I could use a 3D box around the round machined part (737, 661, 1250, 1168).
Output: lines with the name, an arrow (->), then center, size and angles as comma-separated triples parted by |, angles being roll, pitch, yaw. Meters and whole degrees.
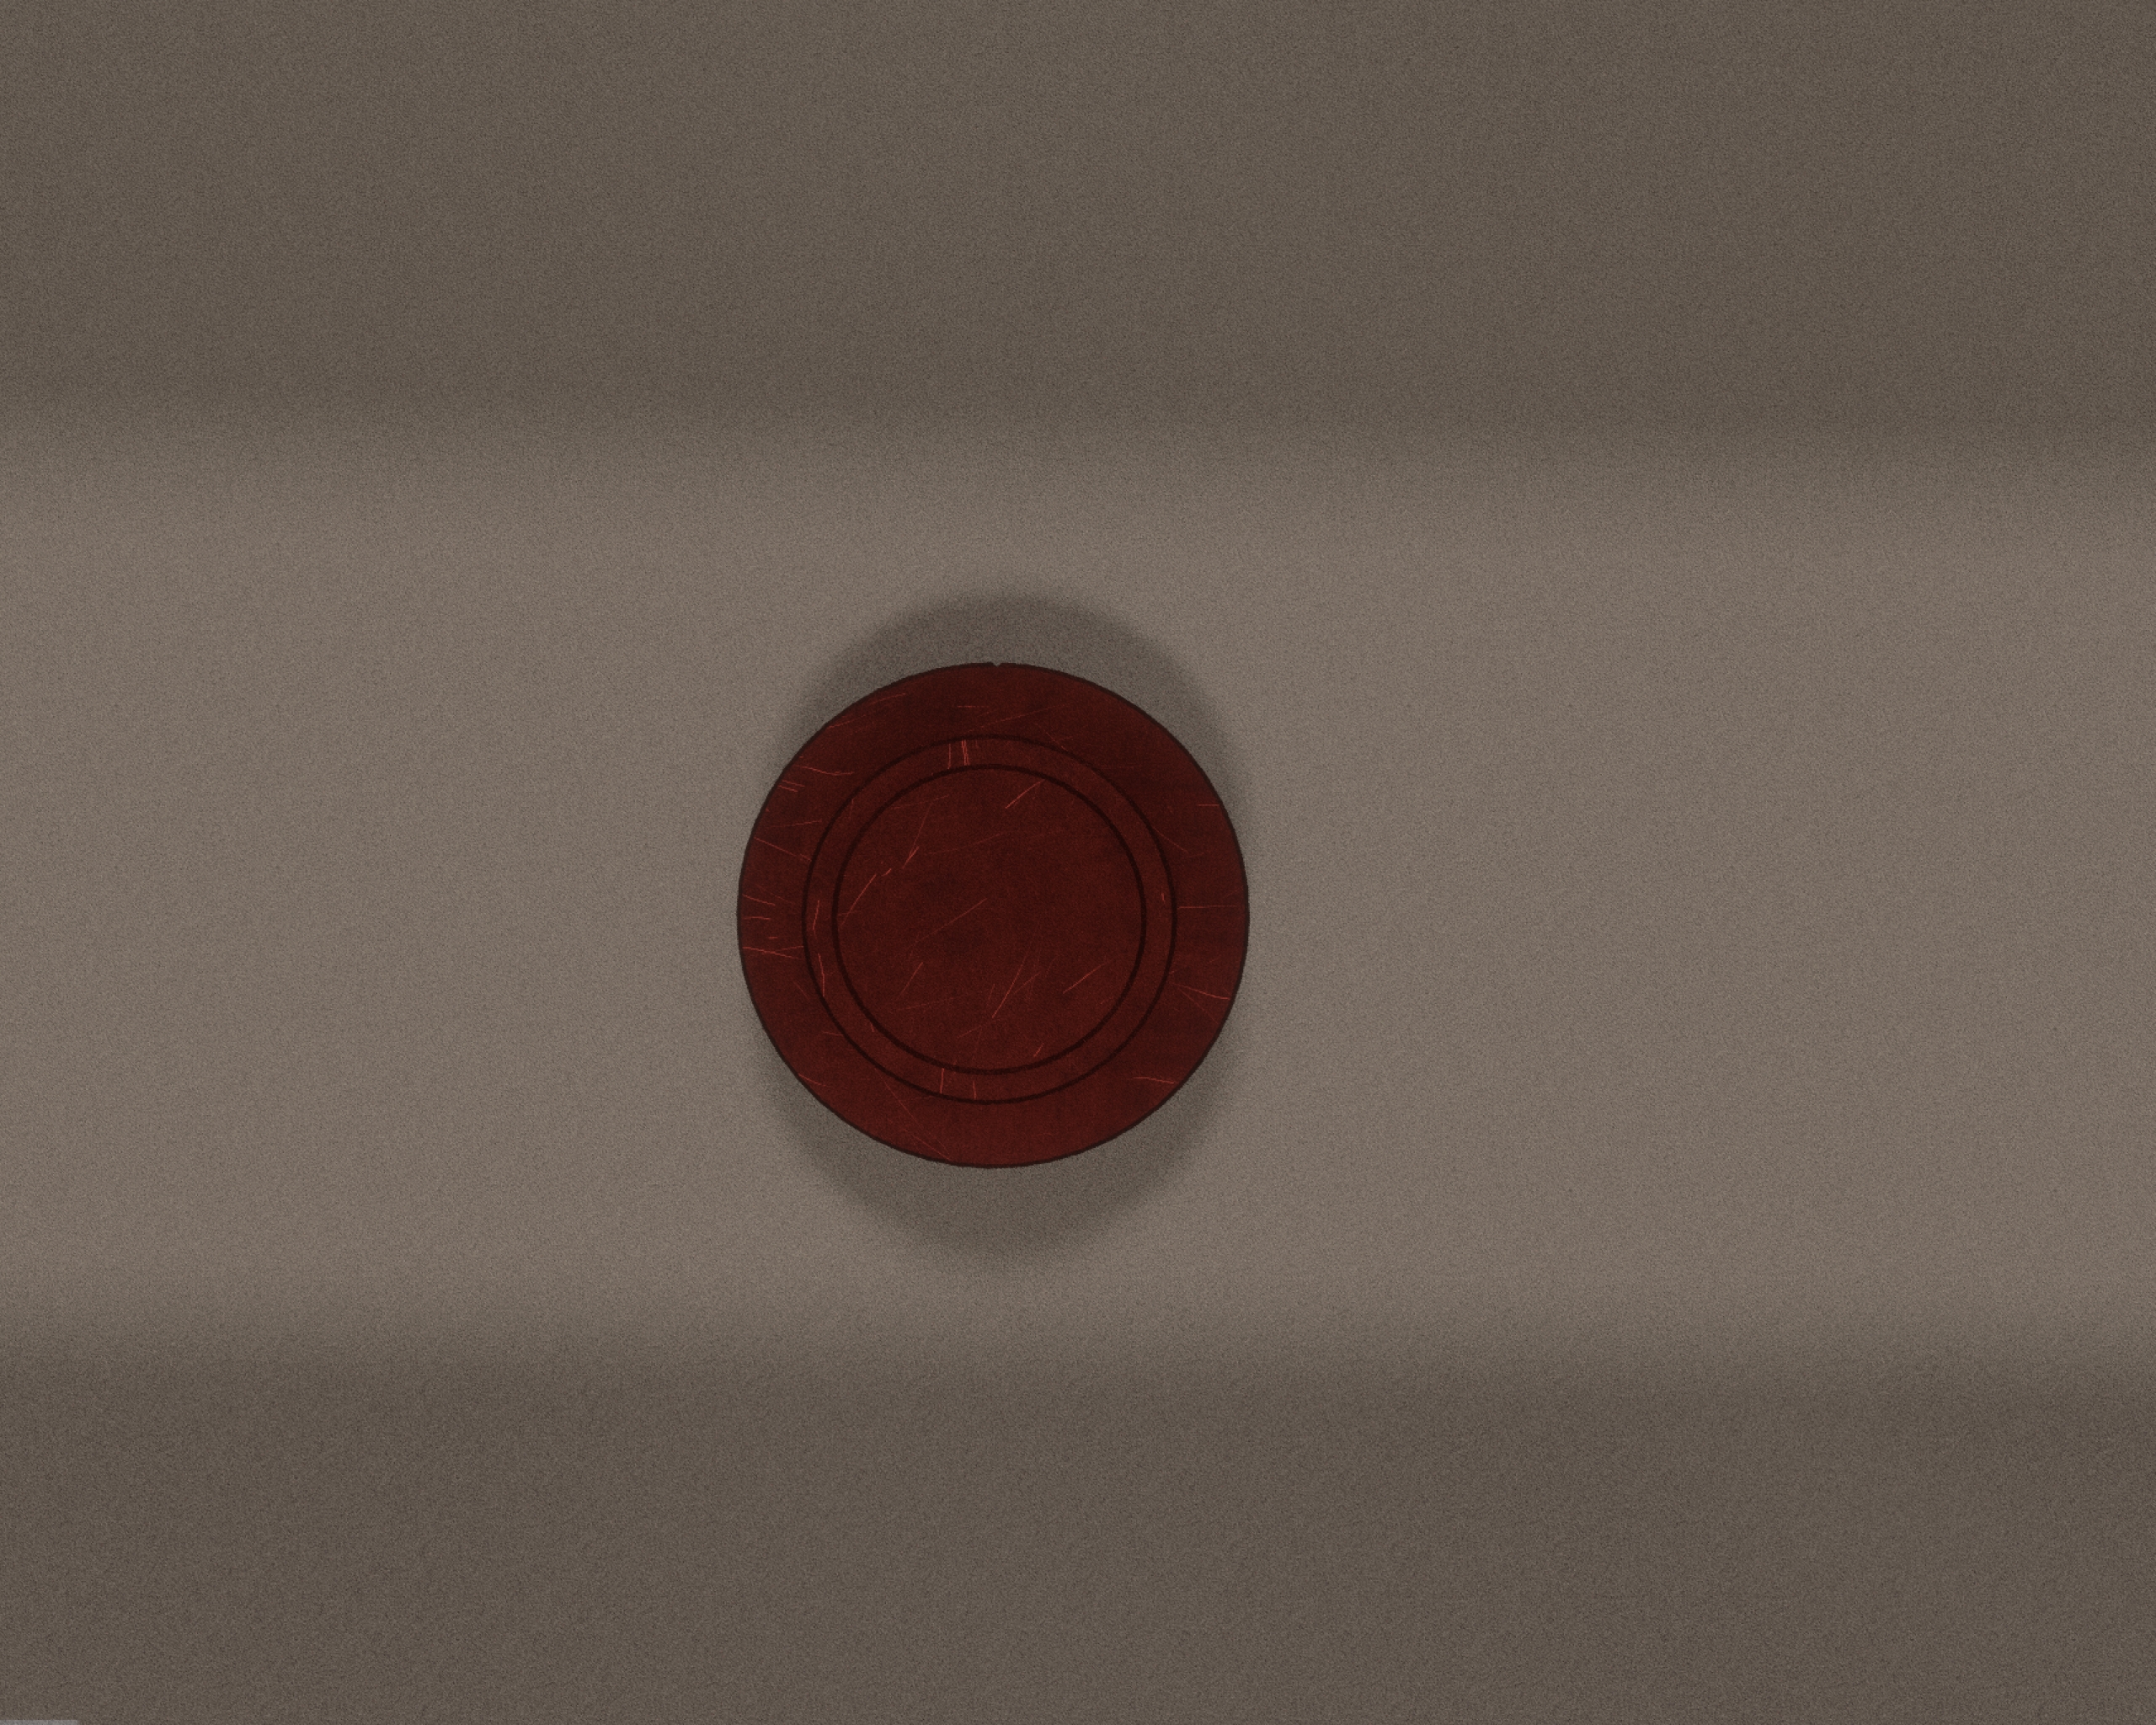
round machined part -> -0.016, 0.010, 0.399 | 0.099, 0.042, 0.097 | 0, 90, -1
